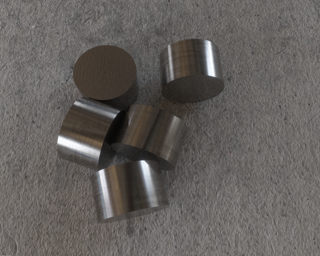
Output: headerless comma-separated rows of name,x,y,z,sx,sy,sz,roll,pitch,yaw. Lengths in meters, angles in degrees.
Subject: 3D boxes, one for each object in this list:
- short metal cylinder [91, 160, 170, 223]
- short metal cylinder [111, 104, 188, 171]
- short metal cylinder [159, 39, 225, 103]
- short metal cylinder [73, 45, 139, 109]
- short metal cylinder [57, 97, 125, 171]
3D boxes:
short metal cylinder,-0.034,0.073,0.352,0.081,0.080,0.050,-12,71,-5
short metal cylinder,-0.012,0.013,0.374,0.080,0.080,0.050,18,71,6
short metal cylinder,0.041,-0.072,0.405,0.081,0.080,0.050,-3,70,-1
short metal cylinder,-0.070,-0.063,0.417,0.081,0.050,0.080,0,70,0
short metal cylinder,-0.080,0.008,0.375,0.050,0.080,0.080,19,71,7
